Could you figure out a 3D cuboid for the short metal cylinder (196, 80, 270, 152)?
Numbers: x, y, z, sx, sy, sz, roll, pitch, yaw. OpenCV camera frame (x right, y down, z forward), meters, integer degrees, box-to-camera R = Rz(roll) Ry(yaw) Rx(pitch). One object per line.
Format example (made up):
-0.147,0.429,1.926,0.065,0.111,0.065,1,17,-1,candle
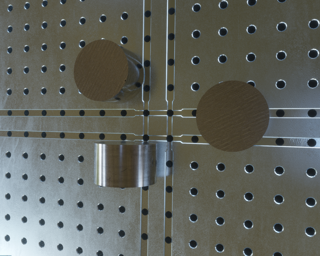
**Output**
0.088,-0.013,0.368,0.080,0.050,0.079,0,90,20,short metal cylinder

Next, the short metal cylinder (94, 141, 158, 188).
-0.044,0.044,0.399,0.080,0.080,0.050,1,91,20,short metal cylinder

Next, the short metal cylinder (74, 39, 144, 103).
-0.069,-0.075,0.424,0.080,0.050,0.079,0,90,20,short metal cylinder
